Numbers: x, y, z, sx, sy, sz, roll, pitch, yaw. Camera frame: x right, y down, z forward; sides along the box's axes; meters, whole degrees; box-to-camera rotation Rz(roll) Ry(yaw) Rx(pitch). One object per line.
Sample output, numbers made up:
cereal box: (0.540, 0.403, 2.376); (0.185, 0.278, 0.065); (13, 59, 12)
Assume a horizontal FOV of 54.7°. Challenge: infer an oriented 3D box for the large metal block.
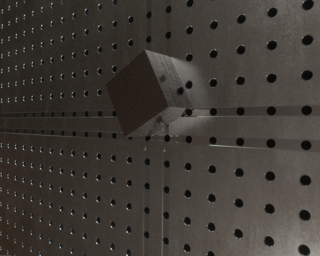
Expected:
large metal block: (-0.016, -0.042, 0.404); (0.080, 0.050, 0.080); (-34, 70, 34)
